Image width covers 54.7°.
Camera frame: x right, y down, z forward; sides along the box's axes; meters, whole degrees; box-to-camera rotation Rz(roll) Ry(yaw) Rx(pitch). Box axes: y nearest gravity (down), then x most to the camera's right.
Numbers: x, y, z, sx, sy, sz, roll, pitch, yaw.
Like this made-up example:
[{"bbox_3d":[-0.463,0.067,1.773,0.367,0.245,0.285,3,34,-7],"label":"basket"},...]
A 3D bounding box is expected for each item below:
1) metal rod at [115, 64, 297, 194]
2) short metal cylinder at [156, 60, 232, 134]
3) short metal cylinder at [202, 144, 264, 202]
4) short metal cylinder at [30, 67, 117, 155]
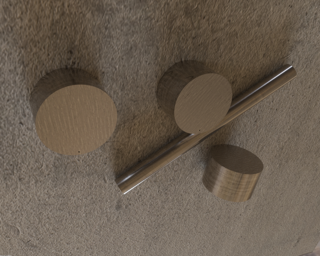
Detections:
[{"bbox_3d":[0.069,-0.002,0.443,0.301,0.025,0.025,-34,129,-6],"label":"metal rod"},{"bbox_3d":[0.042,-0.039,0.389,0.081,0.050,0.079,-14,124,-21],"label":"short metal cylinder"},{"bbox_3d":[0.110,0.067,0.473,0.081,0.080,0.050,-2,120,-28],"label":"short metal cylinder"},{"bbox_3d":[-0.092,-0.018,0.329,0.081,0.050,0.079,-14,124,-21],"label":"short metal cylinder"}]
